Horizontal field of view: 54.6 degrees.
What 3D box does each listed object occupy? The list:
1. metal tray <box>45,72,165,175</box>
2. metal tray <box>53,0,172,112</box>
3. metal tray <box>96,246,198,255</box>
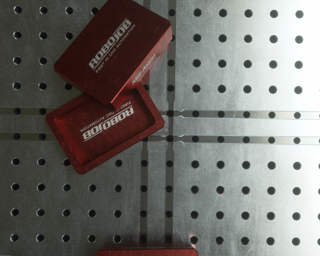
[{"bbox_3d":[-0.070,-0.009,0.410,0.130,0.030,0.090,-31,90,0],"label":"metal tray"},{"bbox_3d":[-0.057,-0.096,0.389,0.090,0.030,0.130,33,79,13],"label":"metal tray"},{"bbox_3d":[-0.016,0.202,0.398,0.131,0.030,0.090,0,74,0],"label":"metal tray"}]
